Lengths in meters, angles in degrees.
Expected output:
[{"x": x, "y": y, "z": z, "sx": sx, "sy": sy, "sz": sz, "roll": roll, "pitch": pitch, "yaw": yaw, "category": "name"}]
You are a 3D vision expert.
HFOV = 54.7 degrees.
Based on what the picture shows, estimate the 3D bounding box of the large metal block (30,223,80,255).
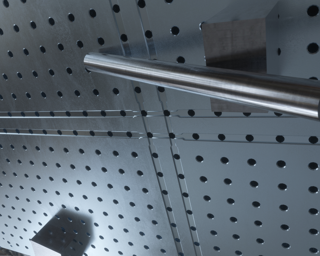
[{"x": -0.228, "y": 0.268, "z": 0.681, "sx": 0.080, "sy": 0.050, "sz": 0.079, "roll": 14, "pitch": 124, "yaw": 20, "category": "large metal block"}]

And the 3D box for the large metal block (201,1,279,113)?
[{"x": 0.080, "y": -0.068, "z": 0.291, "sx": 0.050, "sy": 0.080, "sz": 0.079, "roll": 3, "pitch": 120, "yaw": 27, "category": "large metal block"}]

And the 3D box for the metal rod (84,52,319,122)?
[{"x": 0.006, "y": -0.051, "z": 0.296, "sx": 0.300, "sy": 0.025, "sz": 0.025, "roll": 21, "pitch": 131, "yaw": 48, "category": "metal rod"}]
